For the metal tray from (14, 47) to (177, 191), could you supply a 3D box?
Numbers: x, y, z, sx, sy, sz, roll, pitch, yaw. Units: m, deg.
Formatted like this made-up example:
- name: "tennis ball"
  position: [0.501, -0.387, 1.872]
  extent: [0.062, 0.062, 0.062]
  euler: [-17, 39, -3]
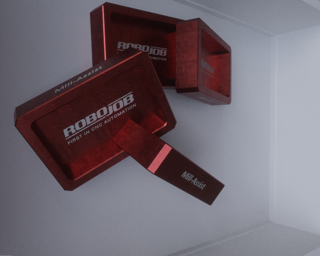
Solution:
- name: "metal tray"
  position: [-0.057, -0.009, 0.301]
  extent: [0.131, 0.030, 0.090]
  euler: [-31, 122, -12]

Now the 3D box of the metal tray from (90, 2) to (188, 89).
- name: "metal tray"
  position: [-0.019, -0.096, 0.386]
  extent: [0.131, 0.030, 0.089]
  euler: [-4, 93, -40]

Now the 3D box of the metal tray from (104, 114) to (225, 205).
- name: "metal tray"
  position: [0.008, 0.036, 0.351]
  extent: [0.030, 0.090, 0.130]
  euler: [-55, 137, -2]

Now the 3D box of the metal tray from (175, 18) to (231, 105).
- name: "metal tray"
  position: [0.064, -0.084, 0.426]
  extent: [0.131, 0.030, 0.089]
  euler: [7, 83, -60]
